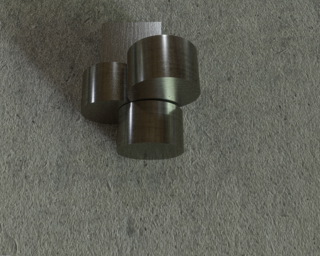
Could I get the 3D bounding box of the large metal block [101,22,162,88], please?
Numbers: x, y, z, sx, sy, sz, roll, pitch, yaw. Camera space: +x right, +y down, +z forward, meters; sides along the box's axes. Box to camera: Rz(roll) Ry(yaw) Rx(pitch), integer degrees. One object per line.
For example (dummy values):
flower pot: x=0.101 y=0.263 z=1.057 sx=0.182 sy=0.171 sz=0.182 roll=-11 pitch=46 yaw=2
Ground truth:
large metal block: x=-0.038 y=-0.098 z=0.433 sx=0.081 sy=0.050 sz=0.080 roll=-2 pitch=70 yaw=-1

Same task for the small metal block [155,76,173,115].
small metal block: x=0.007 y=-0.036 z=0.412 sx=0.025 sy=0.050 sz=0.050 roll=1 pitch=70 yaw=0

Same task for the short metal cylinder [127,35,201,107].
short metal cylinder: x=0.003 y=-0.060 z=0.350 sx=0.081 sy=0.080 sz=0.050 roll=-2 pitch=70 yaw=-1

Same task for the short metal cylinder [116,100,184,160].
short metal cylinder: x=-0.012 y=0.005 z=0.379 sx=0.081 sy=0.080 sz=0.050 roll=0 pitch=70 yaw=0

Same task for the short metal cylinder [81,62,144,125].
short metal cylinder: x=-0.058 y=-0.041 z=0.396 sx=0.081 sy=0.080 sz=0.050 roll=-2 pitch=70 yaw=-1
